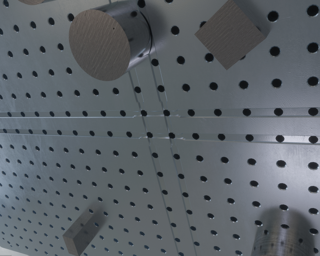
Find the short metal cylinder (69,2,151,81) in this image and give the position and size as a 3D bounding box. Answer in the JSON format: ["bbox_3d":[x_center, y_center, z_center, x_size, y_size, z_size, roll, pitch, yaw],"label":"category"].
[{"bbox_3d":[-0.058,-0.101,0.363,0.080,0.050,0.079,13,124,21],"label":"short metal cylinder"}]

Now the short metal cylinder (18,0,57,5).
[{"bbox_3d":[-0.138,-0.186,0.352,0.080,0.050,0.079,13,124,21],"label":"short metal cylinder"}]

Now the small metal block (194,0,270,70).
[{"bbox_3d":[0.073,-0.096,0.314,0.050,0.025,0.050,47,129,-5],"label":"small metal block"}]

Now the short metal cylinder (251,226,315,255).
[{"bbox_3d":[0.165,0.181,0.420,0.080,0.050,0.079,13,124,21],"label":"short metal cylinder"}]

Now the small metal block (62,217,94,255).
[{"bbox_3d":[-0.161,0.215,0.613,0.025,0.050,0.050,7,122,24],"label":"small metal block"}]
